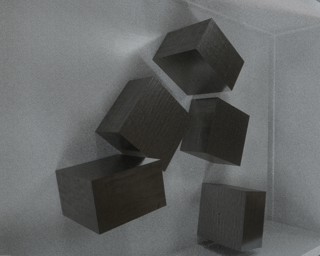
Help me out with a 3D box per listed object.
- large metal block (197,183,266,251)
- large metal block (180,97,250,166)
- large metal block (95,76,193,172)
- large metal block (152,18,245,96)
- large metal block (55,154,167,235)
[{"bbox_3d":[0.106,0.128,0.463,0.050,0.080,0.080,11,83,-40],"label":"large metal block"},{"bbox_3d":[0.083,0.007,0.463,0.080,0.050,0.080,23,76,-38],"label":"large metal block"},{"bbox_3d":[-0.017,-0.004,0.378,0.080,0.050,0.080,44,63,-32],"label":"large metal block"},{"bbox_3d":[0.052,-0.090,0.416,0.080,0.080,0.050,41,65,-33],"label":"large metal block"},{"bbox_3d":[-0.052,0.064,0.328,0.081,0.080,0.050,-12,98,-40],"label":"large metal block"}]
